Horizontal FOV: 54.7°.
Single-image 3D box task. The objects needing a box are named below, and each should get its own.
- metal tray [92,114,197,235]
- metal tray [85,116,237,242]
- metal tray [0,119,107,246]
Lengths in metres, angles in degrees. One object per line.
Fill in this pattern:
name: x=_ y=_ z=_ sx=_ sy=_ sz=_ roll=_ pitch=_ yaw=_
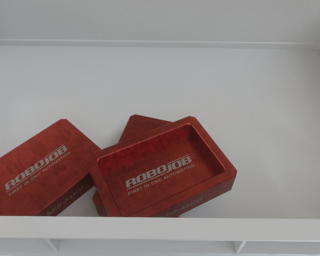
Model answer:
metal tray: x=-0.011 y=0.047 z=0.362 sx=0.090 sy=0.030 sz=0.130 roll=12 pitch=51 yaw=9
metal tray: x=0.000 y=0.046 z=0.322 sx=0.131 sy=0.030 sz=0.090 roll=-21 pitch=53 yaw=-18
metal tray: x=-0.135 y=0.054 z=0.354 sx=0.090 sy=0.030 sz=0.131 roll=36 pitch=58 yaw=26
